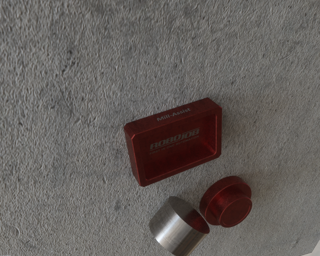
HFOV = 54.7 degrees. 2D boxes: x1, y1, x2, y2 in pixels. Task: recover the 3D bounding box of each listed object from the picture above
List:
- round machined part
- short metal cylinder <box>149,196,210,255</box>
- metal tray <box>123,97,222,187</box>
[{"bbox_3d":[0.123,0.137,0.548,0.099,0.042,0.097,-14,124,-21],"label":"round machined part"},{"bbox_3d":[0.030,0.153,0.482,0.080,0.080,0.050,31,101,-38],"label":"short metal cylinder"},{"bbox_3d":[0.022,0.019,0.427,0.131,0.030,0.089,-19,126,-18],"label":"metal tray"}]
